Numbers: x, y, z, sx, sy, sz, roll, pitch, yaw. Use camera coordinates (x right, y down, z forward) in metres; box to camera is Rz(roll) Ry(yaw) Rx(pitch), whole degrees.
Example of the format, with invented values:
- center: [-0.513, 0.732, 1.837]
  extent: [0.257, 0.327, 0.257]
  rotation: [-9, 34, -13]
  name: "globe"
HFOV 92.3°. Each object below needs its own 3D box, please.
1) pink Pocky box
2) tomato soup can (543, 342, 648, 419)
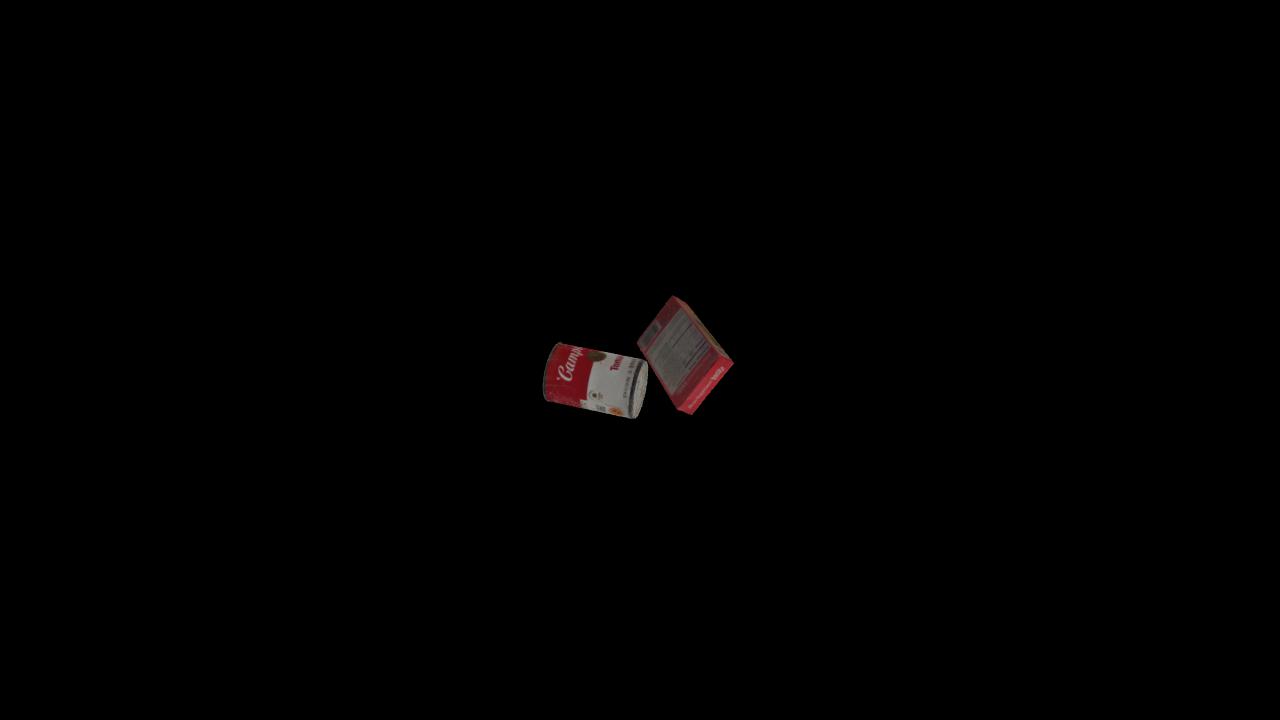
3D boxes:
- center: [0.052, -0.010, 0.769]
  extent: [0.029, 0.084, 0.155]
  rotation: [25, 20, -33]
  name: "pink Pocky box"
- center: [-0.047, 0.023, 0.674]
  extent: [0.101, 0.068, 0.068]
  rotation: [12, 2, 10]
  name: "tomato soup can"
